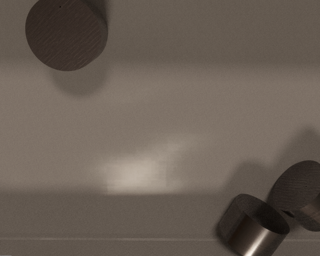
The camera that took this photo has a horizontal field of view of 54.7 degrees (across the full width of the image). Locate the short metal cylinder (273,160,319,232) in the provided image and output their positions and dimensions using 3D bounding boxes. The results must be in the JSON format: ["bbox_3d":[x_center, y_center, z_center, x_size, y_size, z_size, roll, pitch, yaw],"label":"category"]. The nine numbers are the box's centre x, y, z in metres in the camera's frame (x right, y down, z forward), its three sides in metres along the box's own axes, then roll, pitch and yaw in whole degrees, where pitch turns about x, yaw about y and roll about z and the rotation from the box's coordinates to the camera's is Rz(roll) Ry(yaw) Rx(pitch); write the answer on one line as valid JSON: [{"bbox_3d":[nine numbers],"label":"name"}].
[{"bbox_3d":[0.202,0.091,0.418,0.050,0.080,0.080,38,105,-13],"label":"short metal cylinder"}]

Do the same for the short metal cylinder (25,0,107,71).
[{"bbox_3d":[-0.104,-0.109,0.356,0.081,0.050,0.079,0,110,-1],"label":"short metal cylinder"}]

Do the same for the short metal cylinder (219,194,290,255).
[{"bbox_3d":[0.131,0.138,0.435,0.080,0.080,0.050,24,108,-9],"label":"short metal cylinder"}]
